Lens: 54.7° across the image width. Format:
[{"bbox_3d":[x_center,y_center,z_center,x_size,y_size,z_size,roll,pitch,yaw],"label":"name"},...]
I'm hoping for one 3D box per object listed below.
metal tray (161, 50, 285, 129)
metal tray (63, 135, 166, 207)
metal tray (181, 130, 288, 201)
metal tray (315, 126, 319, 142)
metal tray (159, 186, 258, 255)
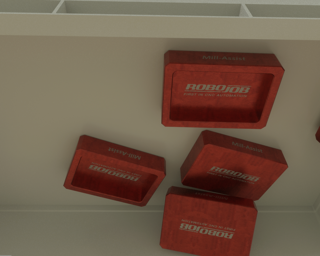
[{"bbox_3d":[0.069,-0.043,0.370,0.131,0.030,0.089,1,130,-2],"label":"metal tray"},{"bbox_3d":[-0.067,0.068,0.462,0.131,0.030,0.089,18,128,-15],"label":"metal tray"},{"bbox_3d":[0.106,0.059,0.458,0.131,0.030,0.089,15,129,-13],"label":"metal tray"},{"bbox_3d":[0.244,-0.011,0.357,0.030,0.090,0.129,-10,132,-17],"label":"metal tray"},{"bbox_3d":[0.070,0.143,0.462,0.131,0.030,0.089,8,101,8],"label":"metal tray"}]
